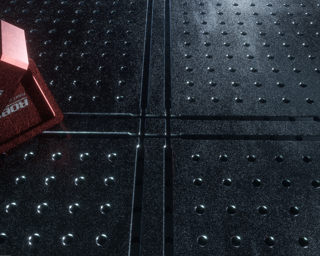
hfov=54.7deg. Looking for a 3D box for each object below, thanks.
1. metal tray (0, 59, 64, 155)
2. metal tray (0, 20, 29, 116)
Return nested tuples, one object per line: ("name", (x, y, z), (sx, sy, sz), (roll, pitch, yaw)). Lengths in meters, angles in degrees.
("metal tray", (-0.198, -0.019, 0.378), (0.131, 0.090, 0.030), (-33, 22, -25))
("metal tray", (-0.212, -0.058, 0.390), (0.030, 0.129, 0.090), (20, 31, -41))
